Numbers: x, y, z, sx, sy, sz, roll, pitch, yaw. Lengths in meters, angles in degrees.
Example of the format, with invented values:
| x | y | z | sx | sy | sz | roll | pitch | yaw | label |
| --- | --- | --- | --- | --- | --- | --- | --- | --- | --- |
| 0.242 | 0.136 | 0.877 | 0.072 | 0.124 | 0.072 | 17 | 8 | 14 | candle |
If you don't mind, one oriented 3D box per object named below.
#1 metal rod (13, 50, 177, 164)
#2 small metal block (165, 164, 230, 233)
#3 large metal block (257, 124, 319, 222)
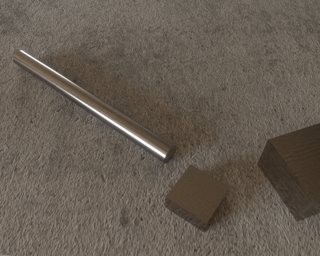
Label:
| x | y | z | sx | sy | sz | roll | pitch | yaw | label |
| --- | --- | --- | --- | --- | --- | --- | --- | --- | --- |
| -0.105 | -0.040 | 0.435 | 0.300 | 0.025 | 0.025 | 32 | 57 | 23 | metal rod |
| 0.041 | 0.076 | 0.340 | 0.050 | 0.025 | 0.050 | 29 | 55 | 22 | small metal block |
| 0.173 | 0.047 | 0.350 | 0.081 | 0.050 | 0.080 | -16 | 52 | -13 | large metal block |
